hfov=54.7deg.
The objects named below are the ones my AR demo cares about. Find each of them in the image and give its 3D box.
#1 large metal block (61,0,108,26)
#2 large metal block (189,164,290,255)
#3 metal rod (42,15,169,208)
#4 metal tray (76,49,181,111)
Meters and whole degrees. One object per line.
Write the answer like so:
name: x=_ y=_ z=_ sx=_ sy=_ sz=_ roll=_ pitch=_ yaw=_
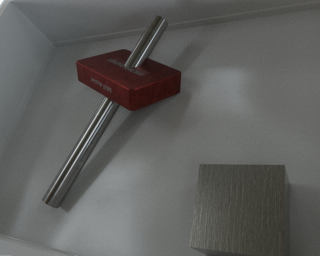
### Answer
large metal block: x=-0.163 y=-0.260 z=0.615 sx=0.050 sy=0.080 sz=0.080 roll=-48 pitch=52 yaw=-5
large metal block: x=0.079 y=0.082 z=0.297 sx=0.080 sy=0.050 sz=0.080 roll=-3 pitch=60 yaw=26
metal rod: x=-0.073 y=-0.027 z=0.434 sx=0.025 sy=0.025 sz=0.299 roll=26 pitch=83 yaw=36
metal tray: x=-0.046 y=-0.073 z=0.439 sx=0.091 sy=0.030 sz=0.130 roll=-26 pitch=41 yaw=-36
